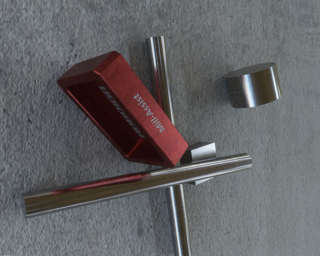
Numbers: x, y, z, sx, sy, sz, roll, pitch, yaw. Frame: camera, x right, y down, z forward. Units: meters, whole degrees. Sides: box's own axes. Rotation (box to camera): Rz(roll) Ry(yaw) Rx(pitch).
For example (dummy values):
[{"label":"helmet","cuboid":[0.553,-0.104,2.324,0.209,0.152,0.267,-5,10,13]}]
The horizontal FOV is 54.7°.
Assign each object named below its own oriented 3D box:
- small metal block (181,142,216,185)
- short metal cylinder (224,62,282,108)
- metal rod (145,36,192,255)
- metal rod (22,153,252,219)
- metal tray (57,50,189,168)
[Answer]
[{"label":"small metal block","cuboid":[0.057,0.050,0.453,0.050,0.025,0.050,-14,99,-39]},{"label":"short metal cylinder","cuboid":[0.147,-0.069,0.492,0.081,0.080,0.050,-28,108,-37]},{"label":"metal rod","cuboid":[0.013,0.031,0.415,0.025,0.025,0.298,-13,98,-39]},{"label":"metal rod","cuboid":[-0.002,0.062,0.376,0.303,0.025,0.025,-6,94,-32]},{"label":"metal tray","cuboid":[-0.039,-0.014,0.329,0.130,0.090,0.030,52,60,-27]}]
